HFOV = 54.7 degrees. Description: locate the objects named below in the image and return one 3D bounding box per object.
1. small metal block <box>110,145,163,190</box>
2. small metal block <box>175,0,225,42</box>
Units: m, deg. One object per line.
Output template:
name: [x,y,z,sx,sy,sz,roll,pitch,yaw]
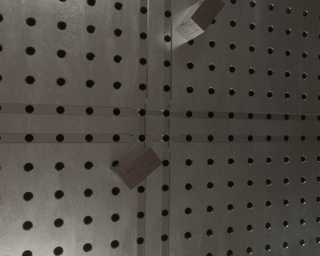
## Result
small metal block: [-0.031,0.048,0.389,0.050,0.050,0.025,-39,103,-16]
small metal block: [0.053,-0.150,0.420,0.025,0.050,0.050,40,77,-16]
